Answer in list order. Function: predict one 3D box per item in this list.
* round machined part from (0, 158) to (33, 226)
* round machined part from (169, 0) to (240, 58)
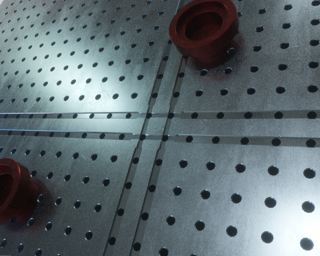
[{"bbox_3d":[-0.229,0.097,0.455,0.098,0.042,0.098,-13,56,20],"label":"round machined part"},{"bbox_3d":[0.066,-0.140,0.448,0.098,0.042,0.098,-13,56,20],"label":"round machined part"}]
